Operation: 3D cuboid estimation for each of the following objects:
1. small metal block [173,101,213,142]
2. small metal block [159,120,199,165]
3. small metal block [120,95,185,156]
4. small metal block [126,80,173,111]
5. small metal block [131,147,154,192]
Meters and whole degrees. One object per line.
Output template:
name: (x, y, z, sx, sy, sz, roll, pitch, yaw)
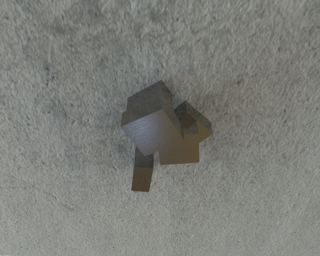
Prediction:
small metal block: (0.033, 0.000, 0.408, 0.050, 0.025, 0.050, 37, 121, -28)
small metal block: (0.023, 0.019, 0.391, 0.050, 0.025, 0.050, -4, 130, 3)
small metal block: (-0.007, -0.002, 0.340, 0.050, 0.025, 0.050, -23, 127, 17)
small metal block: (-0.012, -0.024, 0.370, 0.050, 0.050, 0.025, -26, 126, 20)
small metal block: (-0.025, 0.054, 0.437, 0.025, 0.050, 0.050, 6, 130, -5)
